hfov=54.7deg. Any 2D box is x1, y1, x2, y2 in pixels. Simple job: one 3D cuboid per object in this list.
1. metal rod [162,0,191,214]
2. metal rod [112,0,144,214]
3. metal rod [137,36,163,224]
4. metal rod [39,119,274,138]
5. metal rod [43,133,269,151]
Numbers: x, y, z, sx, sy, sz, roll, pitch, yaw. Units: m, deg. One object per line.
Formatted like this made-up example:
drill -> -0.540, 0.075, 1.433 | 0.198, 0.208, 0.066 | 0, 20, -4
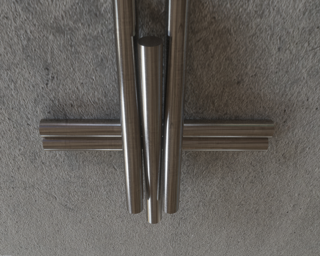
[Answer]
metal rod -> 0.016, -0.010, 0.372 | 0.025, 0.025, 0.298 | 0, 122, -1
metal rod -> -0.035, -0.010, 0.372 | 0.025, 0.025, 0.298 | 0, 122, -1
metal rod -> -0.010, 0.029, 0.400 | 0.025, 0.025, 0.298 | 0, 130, 0
metal rod -> -0.003, 0.000, 0.410 | 0.302, 0.025, 0.025 | 0, 130, -1
metal rod -> -0.005, 0.019, 0.426 | 0.302, 0.025, 0.025 | 0, 130, -1
